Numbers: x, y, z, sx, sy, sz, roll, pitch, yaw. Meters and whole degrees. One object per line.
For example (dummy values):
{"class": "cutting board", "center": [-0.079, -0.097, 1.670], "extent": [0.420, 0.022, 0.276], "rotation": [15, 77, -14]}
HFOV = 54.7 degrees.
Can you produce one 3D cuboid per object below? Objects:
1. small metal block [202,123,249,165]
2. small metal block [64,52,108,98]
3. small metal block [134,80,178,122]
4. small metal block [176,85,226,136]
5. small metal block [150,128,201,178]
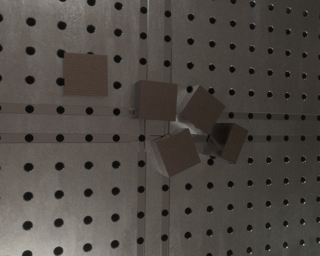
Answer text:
{"class": "small metal block", "center": [0.091, 0.021, 0.434], "extent": [0.025, 0.050, 0.050], "rotation": [26, 81, -19]}
{"class": "small metal block", "center": [-0.092, -0.063, 0.379], "extent": [0.050, 0.025, 0.050], "rotation": [-1, 90, -21]}
{"class": "small metal block", "center": [-0.006, -0.035, 0.411], "extent": [0.050, 0.025, 0.050], "rotation": [4, 89, -20]}
{"class": "small metal block", "center": [0.055, -0.024, 0.434], "extent": [0.050, 0.025, 0.050], "rotation": [37, 78, -17]}
{"class": "small metal block", "center": [0.021, 0.033, 0.422], "extent": [0.050, 0.025, 0.050], "rotation": [-23, 98, -19]}
